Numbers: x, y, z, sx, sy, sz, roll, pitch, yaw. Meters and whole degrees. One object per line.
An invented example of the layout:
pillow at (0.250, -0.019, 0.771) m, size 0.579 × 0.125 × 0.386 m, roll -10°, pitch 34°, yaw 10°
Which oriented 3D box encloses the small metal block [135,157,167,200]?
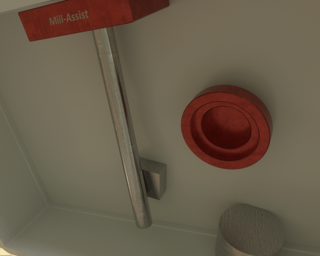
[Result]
small metal block at (-0.018, 0.075, 0.463) m, size 0.050 × 0.025 × 0.050 m, roll 13°, pitch 124°, yaw 20°

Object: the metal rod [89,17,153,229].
metal rod at (-0.046, 0.009, 0.409) m, size 0.025 × 0.025 × 0.298 m, roll 3°, pitch 116°, yaw 26°

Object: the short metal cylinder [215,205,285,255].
short metal cylinder at (0.115, 0.147, 0.403) m, size 0.080 × 0.080 × 0.050 m, roll 14°, pitch 124°, yaw 20°

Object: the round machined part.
round machined part at (0.077, -0.004, 0.354) m, size 0.098 × 0.042 × 0.097 m, roll 13°, pitch 124°, yaw 20°

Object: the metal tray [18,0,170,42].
metal tray at (-0.067, -0.124, 0.323) m, size 0.130 × 0.090 × 0.030 m, roll 0°, pitch 118°, yaw 28°
